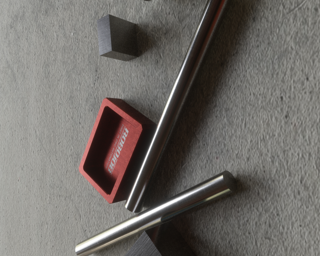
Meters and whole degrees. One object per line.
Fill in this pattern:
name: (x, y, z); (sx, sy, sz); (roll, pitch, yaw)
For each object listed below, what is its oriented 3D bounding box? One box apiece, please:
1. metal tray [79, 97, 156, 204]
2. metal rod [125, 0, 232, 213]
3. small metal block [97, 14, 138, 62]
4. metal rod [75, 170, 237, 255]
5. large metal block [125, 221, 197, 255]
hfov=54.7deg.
metal tray: (-0.065, 0.032, 0.452); (0.090, 0.030, 0.129); (36, 112, 34)
metal rod: (0.017, -0.021, 0.389); (0.025, 0.025, 0.298); (34, 111, 34)
small metal block: (-0.059, -0.125, 0.435); (0.025, 0.050, 0.050); (-8, 85, 39)
metal rod: (-0.025, 0.129, 0.423); (0.299, 0.025, 0.025); (-35, 69, 34)
large metal block: (0.001, 0.179, 0.386); (0.080, 0.050, 0.080); (49, 118, 28)
